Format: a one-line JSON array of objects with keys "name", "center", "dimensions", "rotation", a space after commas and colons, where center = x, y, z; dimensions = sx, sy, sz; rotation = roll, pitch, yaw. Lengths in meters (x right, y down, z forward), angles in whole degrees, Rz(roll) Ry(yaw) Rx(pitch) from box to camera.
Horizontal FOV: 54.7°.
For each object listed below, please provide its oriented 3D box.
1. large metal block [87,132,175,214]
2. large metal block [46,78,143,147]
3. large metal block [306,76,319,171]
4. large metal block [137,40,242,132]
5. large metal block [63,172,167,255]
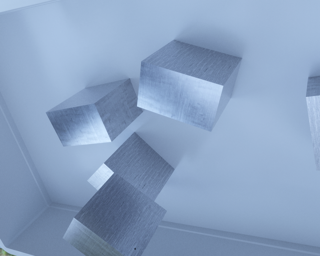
[{"name": "large metal block", "center": [-0.038, 0.065, 0.432], "dimensions": [0.080, 0.080, 0.050], "rotation": [43, 129, -2]}, {"name": "large metal block", "center": [-0.082, -0.021, 0.402], "dimensions": [0.080, 0.080, 0.050], "rotation": [-7, 115, 31]}, {"name": "large metal block", "center": [0.187, -0.008, 0.289], "dimensions": [0.080, 0.050, 0.080], "rotation": [-5, 116, 30]}, {"name": "large metal block", "center": [0.032, -0.049, 0.325], "dimensions": [0.080, 0.080, 0.050], "rotation": [20, 126, 16]}, {"name": "large metal block", "center": [-0.051, 0.113, 0.365], "dimensions": [0.080, 0.080, 0.050], "rotation": [36, 129, 4]}]
